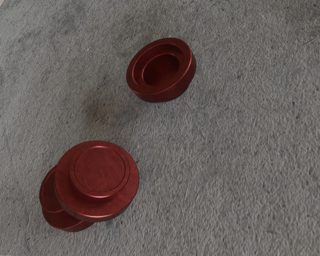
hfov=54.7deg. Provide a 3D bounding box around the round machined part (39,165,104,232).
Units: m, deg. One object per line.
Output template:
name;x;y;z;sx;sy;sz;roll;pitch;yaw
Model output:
round machined part;-0.116;0.082;0.404;0.098;0.042;0.098;-13;56;21

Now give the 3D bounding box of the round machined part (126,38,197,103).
round machined part;0.005;-0.076;0.437;0.098;0.042;0.098;-13;56;21

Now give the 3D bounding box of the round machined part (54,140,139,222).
round machined part;-0.072;0.056;0.363;0.099;0.042;0.098;9;55;-13
